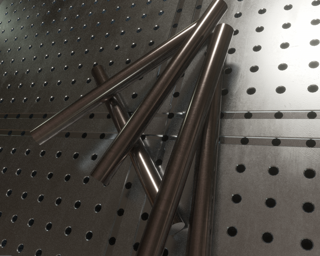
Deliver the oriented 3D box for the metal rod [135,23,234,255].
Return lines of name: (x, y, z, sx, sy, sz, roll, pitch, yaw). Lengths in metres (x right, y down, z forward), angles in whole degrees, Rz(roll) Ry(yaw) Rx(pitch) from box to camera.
metal rod: (0.036, 0.002, 0.353, 0.025, 0.025, 0.300, 7, 65, 31)

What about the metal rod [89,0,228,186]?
metal rod: (0.007, -0.058, 0.409, 0.025, 0.025, 0.300, 22, 71, 36)

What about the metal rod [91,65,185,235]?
metal rod: (-0.044, 0.007, 0.425, 0.025, 0.025, 0.300, -34, 52, 5)

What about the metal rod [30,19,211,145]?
metal rod: (-0.051, -0.072, 0.450, 0.301, 0.025, 0.025, -35, 51, -7)

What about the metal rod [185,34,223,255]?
metal rod: (0.059, 0.004, 0.373, 0.025, 0.025, 0.299, -5, 59, 25)
